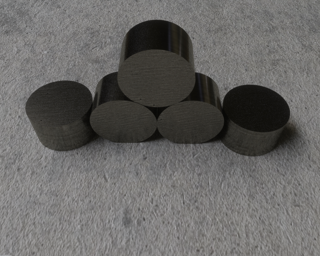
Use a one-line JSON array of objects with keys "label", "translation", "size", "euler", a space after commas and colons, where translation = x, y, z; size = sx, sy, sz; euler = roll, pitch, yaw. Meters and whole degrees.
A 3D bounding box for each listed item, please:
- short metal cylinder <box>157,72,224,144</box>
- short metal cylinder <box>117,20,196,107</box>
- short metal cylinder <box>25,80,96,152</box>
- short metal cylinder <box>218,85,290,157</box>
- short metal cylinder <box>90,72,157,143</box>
[{"label": "short metal cylinder", "translation": [0.037, -0.023, 0.389], "size": [0.080, 0.080, 0.050], "euler": [0, 49, 0]}, {"label": "short metal cylinder", "translation": [-0.003, -0.068, 0.336], "size": [0.080, 0.080, 0.050], "euler": [1, 51, 0]}, {"label": "short metal cylinder", "translation": [-0.124, -0.016, 0.401], "size": [0.081, 0.050, 0.080], "euler": [0, 50, 0]}, {"label": "short metal cylinder", "translation": [0.117, -0.010, 0.397], "size": [0.081, 0.050, 0.080], "euler": [0, 50, 0]}, {"label": "short metal cylinder", "translation": [-0.044, -0.024, 0.389], "size": [0.080, 0.080, 0.050], "euler": [0, 50, 0]}]
